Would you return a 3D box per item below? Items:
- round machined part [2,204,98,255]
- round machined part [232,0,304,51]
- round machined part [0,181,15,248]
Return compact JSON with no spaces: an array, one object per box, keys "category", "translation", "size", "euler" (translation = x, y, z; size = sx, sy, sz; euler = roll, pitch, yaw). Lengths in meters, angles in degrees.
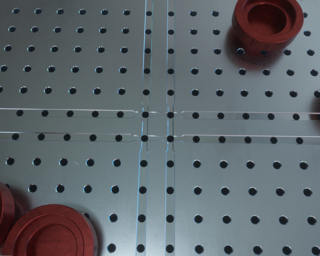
[{"category":"round machined part","translation":[-0.120,0.138,0.352],"size":[0.099,0.042,0.098],"euler":[0,70,0]},{"category":"round machined part","translation":[0.155,-0.155,0.460],"size":[0.099,0.042,0.098],"euler":[0,70,0]},{"category":"round machined part","translation":[-0.211,0.106,0.356],"size":[0.098,0.042,0.098],"euler":[-5,66,11]}]
